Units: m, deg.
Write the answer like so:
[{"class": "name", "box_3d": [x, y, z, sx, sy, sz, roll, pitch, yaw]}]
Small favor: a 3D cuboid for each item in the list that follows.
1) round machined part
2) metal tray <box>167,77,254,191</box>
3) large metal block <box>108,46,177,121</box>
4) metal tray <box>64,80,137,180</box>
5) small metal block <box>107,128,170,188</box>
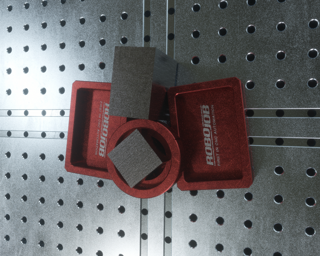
[{"class": "round machined part", "box_3d": [-0.015, 0.037, 0.395, 0.098, 0.042, 0.097, 0, 90, 19]}, {"class": "metal tray", "box_3d": [0.062, 0.009, 0.384, 0.090, 0.030, 0.129, -7, 88, 19]}, {"class": "large metal block", "box_3d": [-0.018, -0.052, 0.386, 0.050, 0.080, 0.079, 7, 92, 20]}, {"class": "metal tray", "box_3d": [-0.082, 0.002, 0.434, 0.090, 0.030, 0.129, 7, 92, 19]}, {"class": "small metal block", "box_3d": [-0.026, 0.036, 0.373, 0.050, 0.025, 0.050, -41, 77, 15]}]
